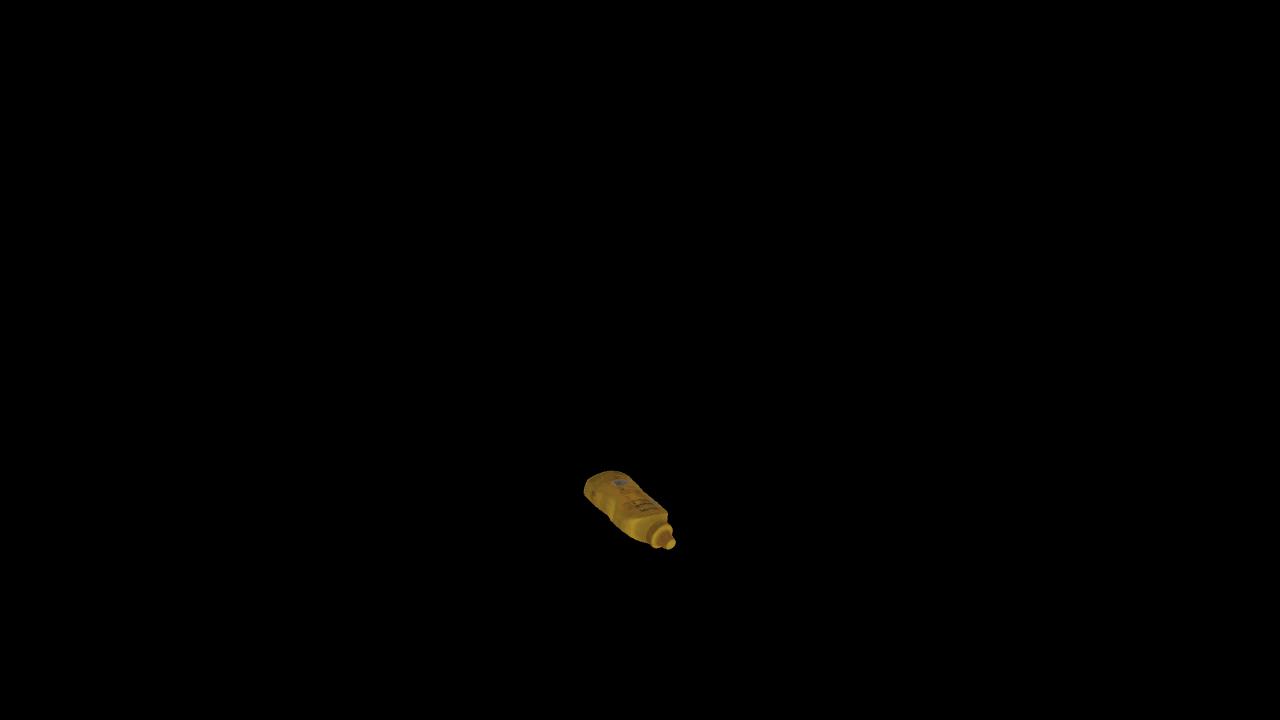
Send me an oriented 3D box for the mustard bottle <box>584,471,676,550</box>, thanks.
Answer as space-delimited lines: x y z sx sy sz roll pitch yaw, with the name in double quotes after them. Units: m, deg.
-0.006 0.242 0.975 0.092 0.054 0.184 9 15 -41 "mustard bottle"
